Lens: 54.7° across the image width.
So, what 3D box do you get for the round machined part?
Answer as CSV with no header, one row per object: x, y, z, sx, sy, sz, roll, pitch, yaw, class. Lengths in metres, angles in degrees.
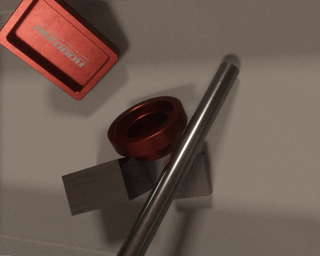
-0.012,0.005,0.385,0.098,0.098,0.042,-15,121,19,round machined part

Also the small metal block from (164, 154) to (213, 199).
0.036,0.062,0.397,0.050,0.025,0.050,-11,86,19,small metal block

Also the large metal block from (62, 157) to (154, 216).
-0.064,0.071,0.403,0.080,0.080,0.050,-18,84,19,large metal block

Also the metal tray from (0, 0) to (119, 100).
-0.131,-0.110,0.411,0.130,0.030,0.090,39,110,-22,metal tray

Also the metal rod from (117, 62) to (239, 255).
0.014,0.053,0.342,0.025,0.025,0.300,25,74,18,metal rod
